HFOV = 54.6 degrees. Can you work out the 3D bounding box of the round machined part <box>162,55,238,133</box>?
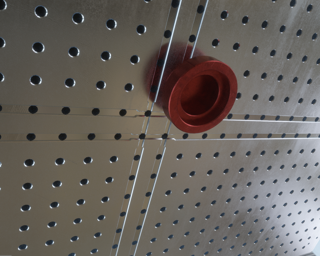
[{"bbox_3d":[0.046,-0.045,0.397,0.099,0.042,0.097,-14,124,-21],"label":"round machined part"}]
